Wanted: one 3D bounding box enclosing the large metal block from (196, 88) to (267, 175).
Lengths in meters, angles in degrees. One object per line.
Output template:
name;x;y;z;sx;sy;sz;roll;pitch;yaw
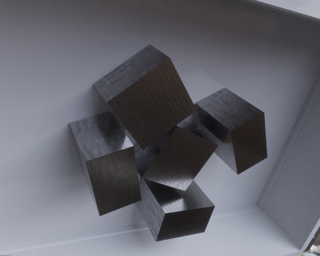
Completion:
large metal block;0.099;0.003;0.429;0.050;0.080;0.080;-28;128;-11

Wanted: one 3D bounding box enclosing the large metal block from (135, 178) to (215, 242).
large metal block;0.019;0.111;0.453;0.081;0.080;0.050;1;118;-29

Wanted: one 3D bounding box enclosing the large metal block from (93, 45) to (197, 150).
large metal block;-0.016;-0.035;0.361;0.080;0.050;0.080;-36;130;-4

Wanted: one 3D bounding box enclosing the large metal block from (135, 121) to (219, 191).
large metal block;0.018;0.031;0.421;0.080;0.050;0.080;25;105;-37

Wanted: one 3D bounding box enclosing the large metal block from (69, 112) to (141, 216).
large metal block;-0.064;0.039;0.362;0.050;0.080;0.079;-18;126;-19
